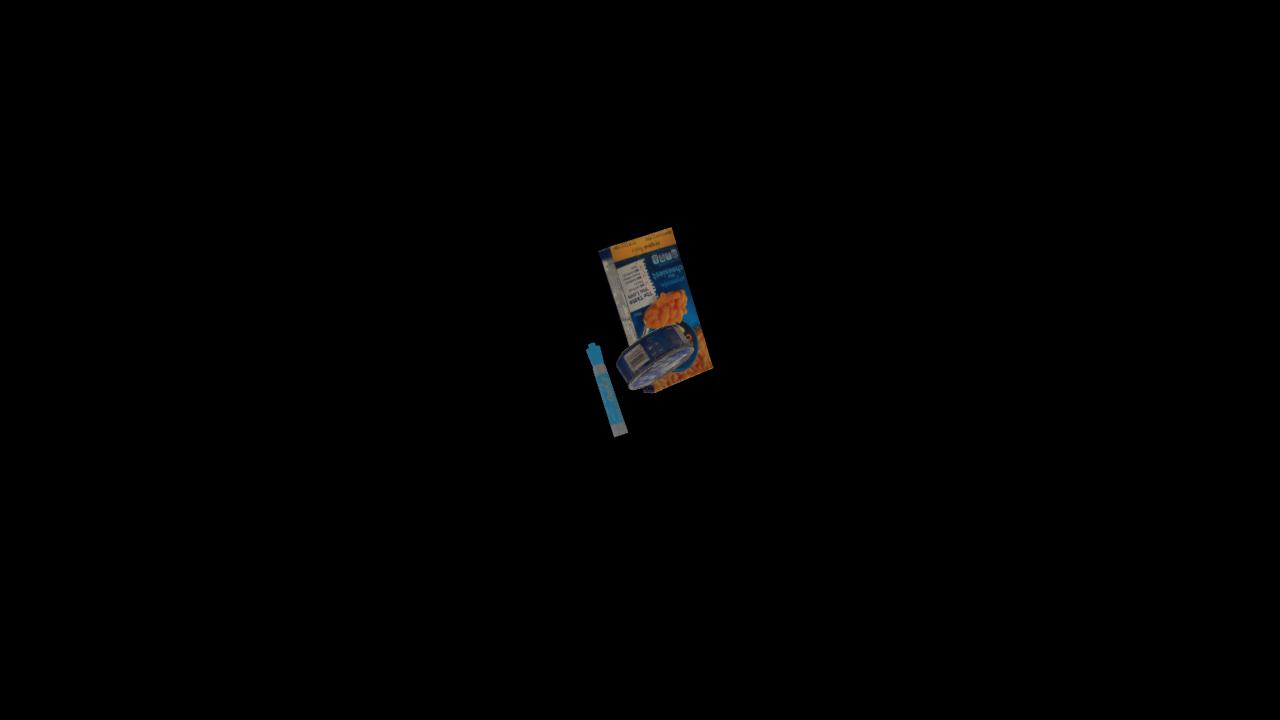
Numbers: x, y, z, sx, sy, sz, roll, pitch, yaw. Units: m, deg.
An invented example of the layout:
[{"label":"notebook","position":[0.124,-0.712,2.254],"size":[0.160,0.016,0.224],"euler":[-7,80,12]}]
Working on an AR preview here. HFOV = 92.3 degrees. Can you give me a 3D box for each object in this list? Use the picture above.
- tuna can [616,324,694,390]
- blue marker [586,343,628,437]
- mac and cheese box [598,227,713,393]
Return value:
[{"label":"tuna can","position":[0.016,-0.003,0.677],"size":[0.084,0.034,0.084],"euler":[-31,-14,-8]},{"label":"blue marker","position":[-0.042,0.036,0.769],"size":[0.020,0.121,0.020],"euler":[-18,-7,-2]},{"label":"mac and cheese box","position":[0.021,-0.061,0.759],"size":[0.093,0.184,0.041],"euler":[-22,9,-26]}]
